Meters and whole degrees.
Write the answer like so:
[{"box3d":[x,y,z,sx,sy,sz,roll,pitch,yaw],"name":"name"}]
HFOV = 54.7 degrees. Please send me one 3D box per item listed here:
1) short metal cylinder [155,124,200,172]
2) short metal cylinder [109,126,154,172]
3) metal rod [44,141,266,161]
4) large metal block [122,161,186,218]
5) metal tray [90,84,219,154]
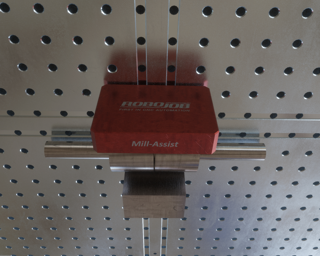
[{"box3d":[0.020,0.014,0.384,0.050,0.080,0.079,1,130,-1],"name":"short metal cylinder"},{"box3d":[-0.033,0.014,0.384,0.050,0.080,0.079,0,130,-1],"name":"short metal cylinder"},{"box3d":[-0.006,0.032,0.434,0.302,0.025,0.025,1,130,-1],"name":"metal rod"},{"box3d":[-0.008,0.078,0.437,0.081,0.080,0.050,1,130,-1],"name":"large metal block"},{"box3d":[-0.005,-0.012,0.353,0.131,0.090,0.030,1,130,-1],"name":"metal tray"}]
